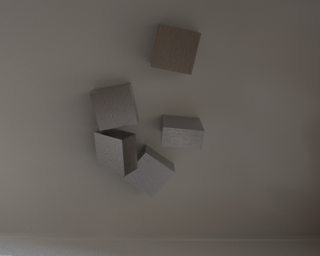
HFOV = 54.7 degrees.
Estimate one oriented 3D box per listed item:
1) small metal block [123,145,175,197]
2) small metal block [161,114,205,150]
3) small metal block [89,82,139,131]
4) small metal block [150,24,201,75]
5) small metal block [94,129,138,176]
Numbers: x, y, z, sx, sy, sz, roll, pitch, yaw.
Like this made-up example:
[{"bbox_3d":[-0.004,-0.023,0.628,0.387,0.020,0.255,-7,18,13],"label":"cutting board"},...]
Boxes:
[{"bbox_3d":[-0.015,0.060,0.433,0.050,0.025,0.050,36,106,-14],"label":"small metal block"},{"bbox_3d":[0.028,0.004,0.400,0.050,0.050,0.025,5,110,-3],"label":"small metal block"},{"bbox_3d":[-0.058,-0.028,0.400,0.050,0.025,0.050,-10,110,3],"label":"small metal block"},{"bbox_3d":[0.018,-0.096,0.376,0.050,0.025,0.050,11,110,-5],"label":"small metal block"},{"bbox_3d":[-0.058,0.030,0.408,0.050,0.025,0.050,13,114,35],"label":"small metal block"}]
